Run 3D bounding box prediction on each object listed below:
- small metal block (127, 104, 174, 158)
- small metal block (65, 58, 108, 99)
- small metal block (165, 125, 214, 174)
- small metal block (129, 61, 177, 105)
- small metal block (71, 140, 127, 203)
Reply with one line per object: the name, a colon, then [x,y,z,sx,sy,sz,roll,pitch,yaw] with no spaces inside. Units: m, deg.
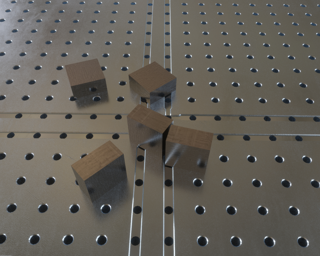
small metal block: [-0.012,0.004,0.388,0.050,0.050,0.025,26,55,20]
small metal block: [-0.112,-0.076,0.470,0.050,0.025,0.050,-16,52,-14]
small metal block: [0.034,0.026,0.370,0.050,0.050,0.025,12,51,9]
small metal block: [-0.011,-0.068,0.465,0.050,0.025,0.050,-33,58,-25]
small metal block: [-0.067,0.049,0.349,0.050,0.050,0.025,-35,59,-26]
